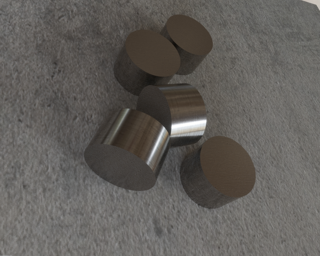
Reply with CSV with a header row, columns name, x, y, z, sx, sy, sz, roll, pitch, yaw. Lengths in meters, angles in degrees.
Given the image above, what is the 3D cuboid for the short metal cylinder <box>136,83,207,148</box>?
name,x,y,z,sx,sy,sz,roll,pitch,yaw
short metal cylinder,0.012,-0.015,0.386,0.050,0.080,0.080,-8,66,-32

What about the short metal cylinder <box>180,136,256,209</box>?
name,x,y,z,sx,sy,sz,roll,pitch,yaw
short metal cylinder,0.073,0.057,0.394,0.081,0.050,0.080,14,56,-21

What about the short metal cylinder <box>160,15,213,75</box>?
name,x,y,z,sx,sy,sz,roll,pitch,yaw
short metal cylinder,0.035,-0.131,0.488,0.081,0.050,0.080,14,56,-21

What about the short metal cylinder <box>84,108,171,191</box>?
name,x,y,z,sx,sy,sz,roll,pitch,yaw
short metal cylinder,-0.034,0.025,0.336,0.080,0.080,0.050,31,52,-9

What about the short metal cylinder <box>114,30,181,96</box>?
name,x,y,z,sx,sy,sz,roll,pitch,yaw
short metal cylinder,-0.019,-0.090,0.434,0.081,0.050,0.080,14,56,-21
